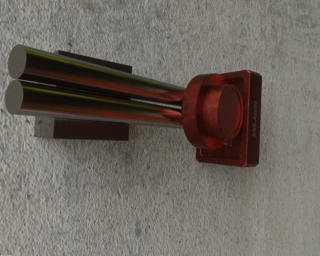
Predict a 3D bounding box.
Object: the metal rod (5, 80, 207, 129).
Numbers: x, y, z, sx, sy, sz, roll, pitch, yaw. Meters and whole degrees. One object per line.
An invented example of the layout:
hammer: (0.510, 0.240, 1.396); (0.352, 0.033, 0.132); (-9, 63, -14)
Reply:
metal rod: (-0.012, -0.015, 0.339); (0.302, 0.025, 0.025); (5, 87, -53)

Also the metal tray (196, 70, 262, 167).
metal tray: (0.097, -0.012, 0.447); (0.030, 0.090, 0.129); (5, 87, -40)

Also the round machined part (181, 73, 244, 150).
round machined part: (0.073, -0.021, 0.395); (0.099, 0.042, 0.097); (-4, 96, -51)

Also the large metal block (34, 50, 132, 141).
large metal block: (-0.078, -0.028, 0.321); (0.081, 0.050, 0.080); (4, 87, -40)

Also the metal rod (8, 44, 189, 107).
metal rod: (-0.011, -0.041, 0.340); (0.302, 0.025, 0.025); (4, 88, -53)
